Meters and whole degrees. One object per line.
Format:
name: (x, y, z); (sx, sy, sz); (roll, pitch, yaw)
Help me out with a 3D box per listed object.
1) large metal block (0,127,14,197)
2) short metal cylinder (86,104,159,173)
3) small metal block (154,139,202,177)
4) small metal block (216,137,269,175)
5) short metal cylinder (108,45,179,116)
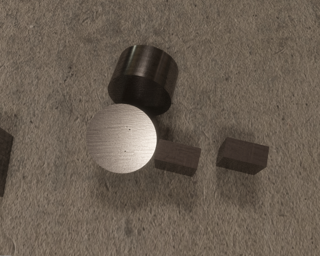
large metal block: (-0.236, 0.041, 0.377); (0.081, 0.050, 0.080); (0, 70, 0)
short metal cylinder: (-0.042, 0.010, 0.375); (0.080, 0.050, 0.079); (0, 95, 3)
small metal block: (0.021, 0.038, 0.381); (0.050, 0.050, 0.025); (13, 71, 4)
small metal block: (0.100, 0.036, 0.383); (0.050, 0.050, 0.025); (13, 71, 4)
short metal cylinder: (-0.020, -0.058, 0.395); (0.080, 0.080, 0.050); (12, 58, 4)
